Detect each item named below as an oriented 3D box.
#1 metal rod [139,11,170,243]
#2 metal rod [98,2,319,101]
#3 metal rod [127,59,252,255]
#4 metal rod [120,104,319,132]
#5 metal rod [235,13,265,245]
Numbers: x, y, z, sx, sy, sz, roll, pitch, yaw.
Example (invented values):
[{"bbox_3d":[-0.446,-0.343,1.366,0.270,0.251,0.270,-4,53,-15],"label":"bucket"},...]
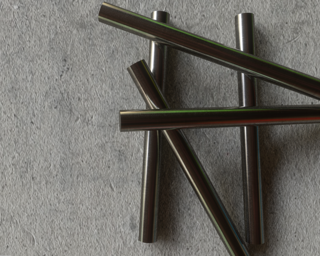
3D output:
[{"bbox_3d":[-0.008,-0.001,0.409,0.025,0.025,0.298,3,90,0],"label":"metal rod"},{"bbox_3d":[0.071,-0.093,0.384,0.301,0.025,0.025,20,90,0],"label":"metal rod"},{"bbox_3d":[0.042,0.052,0.394,0.025,0.025,0.299,-29,97,0],"label":"metal rod"},{"bbox_3d":[0.103,-0.014,0.380,0.302,0.025,0.025,-2,90,-12],"label":"metal rod"},{"bbox_3d":[0.119,0.001,0.410,0.025,0.025,0.298,-3,90,0],"label":"metal rod"}]
